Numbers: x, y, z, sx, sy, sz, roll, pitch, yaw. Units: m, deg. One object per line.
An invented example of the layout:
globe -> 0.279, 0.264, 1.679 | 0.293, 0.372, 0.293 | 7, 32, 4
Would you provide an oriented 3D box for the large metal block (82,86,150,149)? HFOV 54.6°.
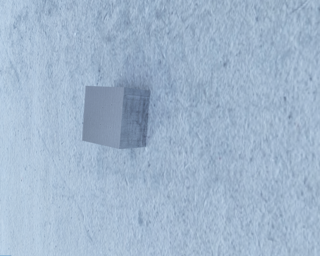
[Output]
large metal block -> -0.064, -0.017, 0.442 | 0.080, 0.050, 0.080 | 8, 95, 40
